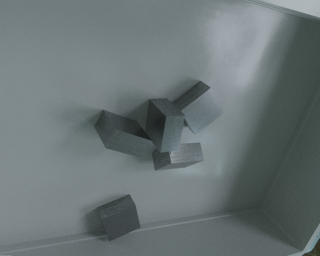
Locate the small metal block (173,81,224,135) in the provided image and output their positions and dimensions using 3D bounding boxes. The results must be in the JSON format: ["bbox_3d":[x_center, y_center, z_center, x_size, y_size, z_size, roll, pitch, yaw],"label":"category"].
[{"bbox_3d":[0.052,-0.027,0.420,0.050,0.025,0.050,-38,129,-3],"label":"small metal block"}]

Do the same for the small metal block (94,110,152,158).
[{"bbox_3d":[-0.045,0.007,0.372,0.050,0.050,0.025,20,108,-36],"label":"small metal block"}]

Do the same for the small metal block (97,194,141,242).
[{"bbox_3d":[-0.060,0.133,0.458,0.050,0.025,0.050,-19,126,-17],"label":"small metal block"}]

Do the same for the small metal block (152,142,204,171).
[{"bbox_3d":[0.024,0.040,0.428,0.050,0.025,0.050,-2,163,-28],"label":"small metal block"}]

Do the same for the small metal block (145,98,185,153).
[{"bbox_3d":[0.005,-0.004,0.392,0.025,0.050,0.050,-6,121,-26],"label":"small metal block"}]
